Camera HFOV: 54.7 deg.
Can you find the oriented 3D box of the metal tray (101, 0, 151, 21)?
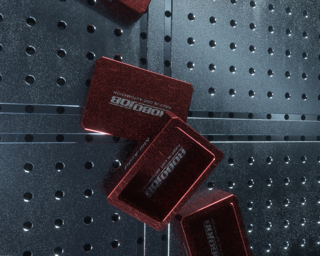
[{"bbox_3d":[-0.062,-0.209,0.387,0.131,0.030,0.090,27,81,-18],"label":"metal tray"}]

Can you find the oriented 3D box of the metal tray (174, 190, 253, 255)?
[{"bbox_3d":[0.080,0.166,0.441,0.091,0.030,0.129,-19,97,-19],"label":"metal tray"}]

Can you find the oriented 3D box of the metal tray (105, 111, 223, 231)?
[{"bbox_3d":[0.006,0.055,0.389,0.090,0.030,0.130,37,94,-23],"label":"metal tray"}]

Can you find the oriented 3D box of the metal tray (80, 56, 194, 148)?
[{"bbox_3d":[-0.028,-0.029,0.400,0.131,0.030,0.090,14,85,-20],"label":"metal tray"}]
